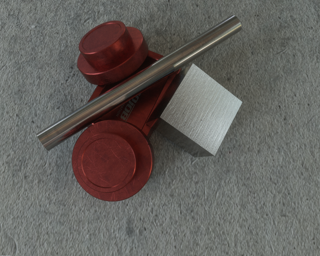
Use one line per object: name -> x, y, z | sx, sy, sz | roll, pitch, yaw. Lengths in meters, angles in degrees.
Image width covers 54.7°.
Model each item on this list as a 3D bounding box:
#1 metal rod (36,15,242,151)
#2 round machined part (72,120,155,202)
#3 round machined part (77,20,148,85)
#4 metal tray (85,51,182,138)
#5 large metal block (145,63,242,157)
metal rod -> -0.018, -0.064, 0.402 | 0.301, 0.025, 0.025 | -34, 74, -12
round machined part -> -0.058, 0.039, 0.367 | 0.099, 0.042, 0.097 | 0, 90, 7
round machined part -> -0.069, -0.107, 0.418 | 0.098, 0.042, 0.098 | -13, 47, 15
metal tray -> -0.036, -0.046, 0.423 | 0.090, 0.030, 0.130 | 23, 71, 8
large metal block -> 0.042, -0.019, 0.388 | 0.080, 0.050, 0.080 | 35, 71, -14
